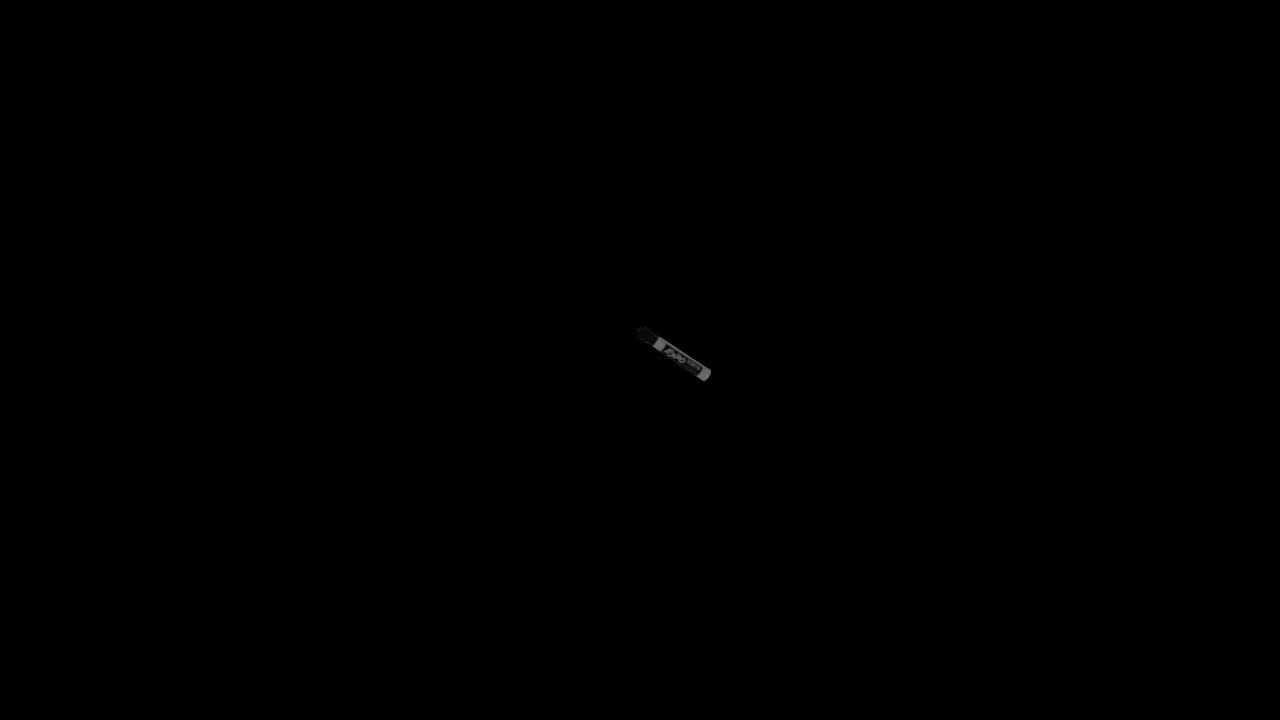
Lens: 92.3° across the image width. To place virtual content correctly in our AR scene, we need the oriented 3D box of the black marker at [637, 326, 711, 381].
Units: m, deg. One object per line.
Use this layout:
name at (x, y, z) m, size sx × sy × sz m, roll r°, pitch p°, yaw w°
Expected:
black marker at (0.046, -0.010, 0.844) m, size 0.121 × 0.020 × 0.020 m, roll 33°, pitch -11°, yaw -17°
